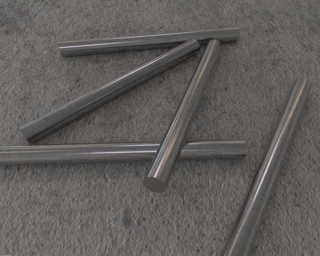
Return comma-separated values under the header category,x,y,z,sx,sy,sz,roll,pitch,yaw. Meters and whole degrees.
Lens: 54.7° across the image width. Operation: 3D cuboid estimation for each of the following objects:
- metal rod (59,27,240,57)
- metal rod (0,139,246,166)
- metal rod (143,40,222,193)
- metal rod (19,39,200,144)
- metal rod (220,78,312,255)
category,x,y,z,sx,sy,sz,roll,pitch,yaw
metal rod,-0.014,-0.147,0.526,0.302,0.025,0.025,-7,50,-6
metal rod,-0.048,0.030,0.377,0.302,0.025,0.025,-2,50,-2
metal rod,0.043,-0.040,0.414,0.025,0.025,0.301,15,45,12
metal rod,-0.057,-0.064,0.456,0.302,0.025,0.025,-33,57,-25
metal rod,0.137,0.036,0.373,0.025,0.025,0.301,24,54,18
